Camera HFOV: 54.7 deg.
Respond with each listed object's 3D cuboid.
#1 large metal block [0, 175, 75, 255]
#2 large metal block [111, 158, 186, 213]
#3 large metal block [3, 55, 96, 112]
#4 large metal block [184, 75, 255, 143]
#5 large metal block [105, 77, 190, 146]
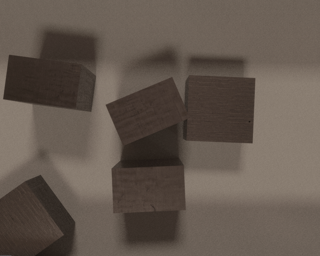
[{"bbox_3d":[-0.172,0.119,0.397,0.080,0.050,0.080,-36,90,0],"label":"large metal block"},{"bbox_3d":[-0.013,0.068,0.384,0.081,0.080,0.050,-2,90,-1],"label":"large metal block"},{"bbox_3d":[-0.130,-0.051,0.382,0.081,0.080,0.050,7,90,-1],"label":"large metal block"},{"bbox_3d":[0.074,-0.023,0.400,0.081,0.050,0.079,2,90,-1],"label":"large metal block"},{"bbox_3d":[-0.014,-0.019,0.384,0.080,0.080,0.050,-23,90,0],"label":"large metal block"}]
